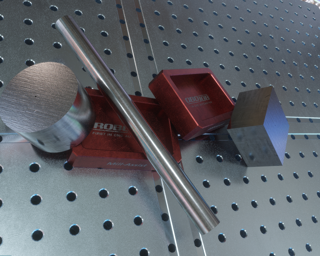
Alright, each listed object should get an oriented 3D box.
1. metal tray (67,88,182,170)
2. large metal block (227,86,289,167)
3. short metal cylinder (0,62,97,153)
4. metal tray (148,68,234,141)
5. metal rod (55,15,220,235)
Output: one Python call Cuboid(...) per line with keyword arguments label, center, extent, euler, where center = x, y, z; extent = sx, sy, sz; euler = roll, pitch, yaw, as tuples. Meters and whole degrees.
Cuboid(label="metal tray", center=(-0.043, 0.003, 0.379), extent=(0.131, 0.030, 0.090), euler=(6, 59, -25))
Cuboid(label="large metal block", center=(0.145, -0.001, 0.448), extent=(0.080, 0.050, 0.080), euler=(55, 45, -30))
Cuboid(label="short metal cylinder", center=(-0.113, -0.021, 0.321), extent=(0.080, 0.050, 0.080), euler=(-4, 63, 9))
Cuboid(label="metal tray", center=(0.054, -0.039, 0.433), extent=(0.131, 0.030, 0.090), euler=(-16, 70, -52))
Cuboid(label="metal rod", center=(-0.032, -0.011, 0.359), extent=(0.025, 0.025, 0.299), euler=(-28, 77, -37))
